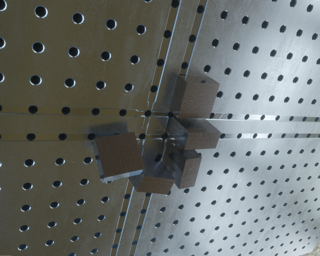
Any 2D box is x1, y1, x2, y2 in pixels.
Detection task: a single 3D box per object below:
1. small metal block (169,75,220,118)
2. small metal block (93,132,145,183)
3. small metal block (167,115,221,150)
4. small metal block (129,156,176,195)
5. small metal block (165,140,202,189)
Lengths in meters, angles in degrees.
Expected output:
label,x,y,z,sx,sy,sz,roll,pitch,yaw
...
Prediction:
label,x,y,z,sx,sy,sz,roll,pitch,yaw
small metal block,0.045,-0.041,0.410,0.050,0.025,0.050,-1,119,-28
small metal block,-0.052,0.036,0.385,0.050,0.050,0.025,-10,160,-23
small metal block,0.046,0.005,0.422,0.050,0.050,0.025,0,119,-28
small metal block,-0.015,0.064,0.426,0.050,0.050,0.025,13,112,-34
small metal block,0.031,0.050,0.442,0.025,0.050,0.050,-4,121,-26
